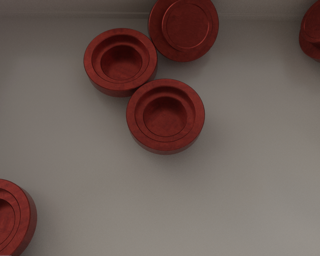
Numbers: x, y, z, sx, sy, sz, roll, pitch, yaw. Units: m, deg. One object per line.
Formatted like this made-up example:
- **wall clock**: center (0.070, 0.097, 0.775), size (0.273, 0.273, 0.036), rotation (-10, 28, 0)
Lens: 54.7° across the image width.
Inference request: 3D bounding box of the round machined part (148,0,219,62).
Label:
- **round machined part**: center (0.034, -0.140, 0.425), size (0.099, 0.042, 0.097), rotation (-3, 108, -8)

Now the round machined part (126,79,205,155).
- **round machined part**: center (0.007, -0.012, 0.405), size (0.099, 0.042, 0.098), rotation (0, 70, 0)

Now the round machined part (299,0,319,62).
- **round machined part**: center (0.234, -0.141, 0.421), size (0.042, 0.098, 0.098), rotation (18, 66, -33)

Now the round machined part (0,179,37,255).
- **round machined part**: center (-0.190, 0.111, 0.355), size (0.099, 0.042, 0.098), rotation (0, 64, 0)

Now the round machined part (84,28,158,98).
- **round machined part**: center (-0.052, -0.086, 0.432), size (0.099, 0.042, 0.098), rotation (0, 70, 0)
